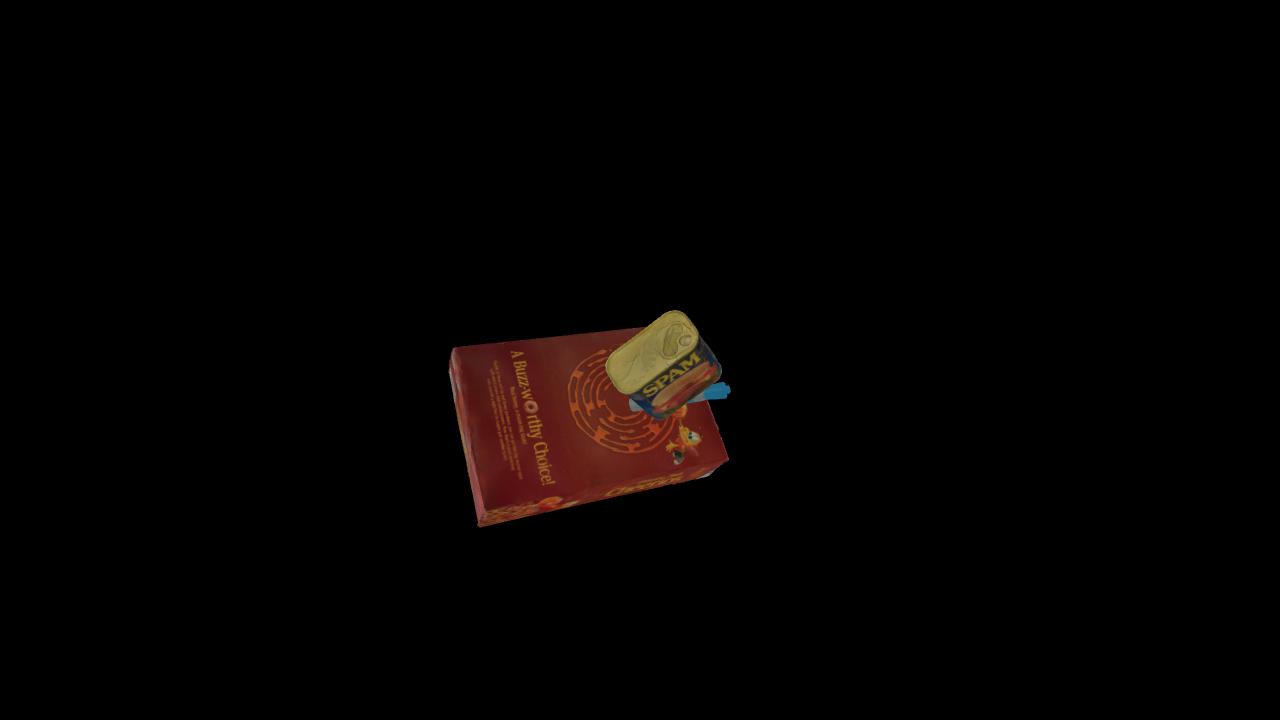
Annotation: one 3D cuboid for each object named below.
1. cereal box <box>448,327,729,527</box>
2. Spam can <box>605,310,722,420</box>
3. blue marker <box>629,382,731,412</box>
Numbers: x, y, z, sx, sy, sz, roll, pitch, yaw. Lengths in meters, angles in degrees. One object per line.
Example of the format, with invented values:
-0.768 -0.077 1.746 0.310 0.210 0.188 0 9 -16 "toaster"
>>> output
-0.063 0.069 0.760 0.306 0.203 0.081 -8 -26 -25 "cereal box"
0.028 0.009 0.653 0.101 0.058 0.085 -36 -36 6 "Spam can"
0.045 0.042 0.705 0.121 0.020 0.020 -11 -4 24 "blue marker"
